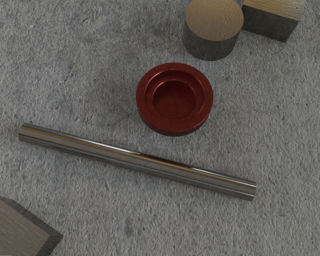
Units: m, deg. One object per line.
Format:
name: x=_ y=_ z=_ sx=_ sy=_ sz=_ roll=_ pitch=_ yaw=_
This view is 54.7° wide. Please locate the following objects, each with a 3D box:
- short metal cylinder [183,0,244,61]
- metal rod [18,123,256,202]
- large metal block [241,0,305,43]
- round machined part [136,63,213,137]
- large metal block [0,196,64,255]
short metal cylinder: x=0.075 y=-0.145 z=0.449 sx=0.081 sy=0.050 sz=0.080 roll=0 pitch=70 yaw=0
metal rod: x=-0.031 y=0.042 z=0.392 sx=0.302 sy=0.025 sz=0.025 roll=14 pitch=71 yaw=4
large metal block: x=0.168 y=-0.186 z=0.465 sx=0.080 sy=0.050 sz=0.080 roll=20 pitch=71 yaw=6
round machined part: x=0.019 y=-0.034 z=0.412 sx=0.099 sy=0.042 sz=0.098 roll=0 pitch=70 yaw=-1
large metal block: x=-0.171 y=0.133 z=0.344 sx=0.080 sy=0.050 sz=0.080 roll=31 pitch=73 yaw=10
